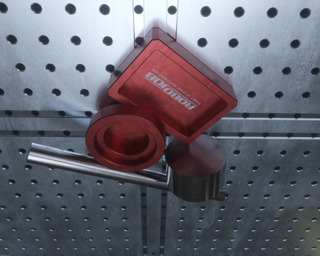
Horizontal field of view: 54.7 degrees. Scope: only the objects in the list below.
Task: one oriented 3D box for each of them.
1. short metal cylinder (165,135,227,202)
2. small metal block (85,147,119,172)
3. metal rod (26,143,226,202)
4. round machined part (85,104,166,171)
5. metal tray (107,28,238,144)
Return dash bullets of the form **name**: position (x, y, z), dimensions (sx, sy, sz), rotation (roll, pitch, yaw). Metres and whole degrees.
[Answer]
- **short metal cylinder**: position (0.048, 0.053, 0.419), dimensions (0.080, 0.080, 0.050), rotation (-3, 130, 2)
- **small metal block**: position (-0.076, 0.036, 0.441), dimensions (0.050, 0.025, 0.050), rotation (22, 127, -18)
- **metal rod**: position (-0.030, 0.069, 0.444), dimensions (0.302, 0.025, 0.025), rotation (17, 129, -25)
- **round machined part**: position (-0.042, 0.008, 0.396), dimensions (0.099, 0.042, 0.097), rotation (1, 130, 1)
- **metal tray**: position (0.016, -0.044, 0.370), dimensions (0.130, 0.030, 0.090), rotation (33, 122, -25)
